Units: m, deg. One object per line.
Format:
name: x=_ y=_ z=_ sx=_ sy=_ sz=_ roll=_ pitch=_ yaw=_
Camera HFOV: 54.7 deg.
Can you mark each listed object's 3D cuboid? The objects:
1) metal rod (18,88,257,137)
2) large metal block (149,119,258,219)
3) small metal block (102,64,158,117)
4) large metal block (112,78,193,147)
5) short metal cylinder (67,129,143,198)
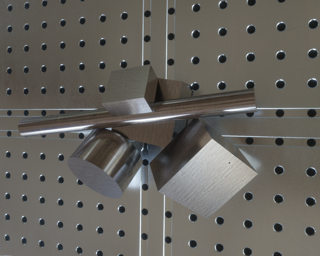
metal rod: x=-0.042 y=-0.015 z=0.370 sx=0.301 sy=0.025 sz=0.025 roll=-6 pitch=88 yaw=20
large metal block: x=0.048 y=0.046 z=0.356 sx=0.080 sy=0.050 sz=0.080 roll=36 pitch=106 yaw=-29
small metal block: x=-0.033 y=-0.043 z=0.354 sx=0.050 sy=0.025 sz=0.050 roll=-6 pitch=53 yaw=20
large metal block: x=-0.010 y=-0.023 z=0.398 sx=0.080 sy=0.050 sz=0.079 roll=12 pitch=94 yaw=19
short metal cylinder: x=-0.070 y=0.046 z=0.398 sx=0.080 sy=0.080 sz=0.050 roll=21 pitch=54 yaw=18
